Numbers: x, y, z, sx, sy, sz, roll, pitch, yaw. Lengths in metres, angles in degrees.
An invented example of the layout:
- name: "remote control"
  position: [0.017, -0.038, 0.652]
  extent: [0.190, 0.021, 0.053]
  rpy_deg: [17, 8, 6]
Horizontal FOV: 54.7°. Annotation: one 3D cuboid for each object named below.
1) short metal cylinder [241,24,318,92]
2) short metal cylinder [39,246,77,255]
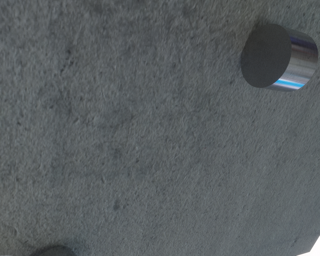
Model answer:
- name: "short metal cylinder"
  position: [0.152, -0.089, 0.402]
  extent: [0.050, 0.080, 0.079]
  rpy_deg: [3, 117, -30]
- name: "short metal cylinder"
  position: [-0.144, 0.216, 0.434]
  extent: [0.081, 0.050, 0.079]
  rpy_deg: [-23, 127, -36]
